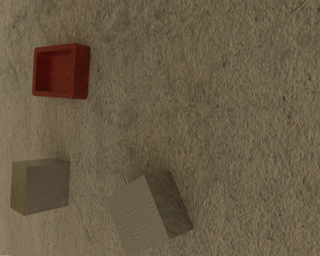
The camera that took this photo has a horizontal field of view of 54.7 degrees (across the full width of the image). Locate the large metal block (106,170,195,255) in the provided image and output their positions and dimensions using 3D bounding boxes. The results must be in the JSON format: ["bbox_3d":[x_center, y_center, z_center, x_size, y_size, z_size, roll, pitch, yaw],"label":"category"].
[{"bbox_3d":[-0.015,0.110,0.401,0.080,0.050,0.080,-36,68,34],"label":"large metal block"}]

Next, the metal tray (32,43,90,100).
[{"bbox_3d":[-0.178,-0.098,0.548,0.130,0.030,0.089,7,95,39],"label":"metal tray"}]

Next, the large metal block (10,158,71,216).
[{"bbox_3d":[-0.208,0.099,0.541,0.050,0.081,0.079,8,95,40],"label":"large metal block"}]
